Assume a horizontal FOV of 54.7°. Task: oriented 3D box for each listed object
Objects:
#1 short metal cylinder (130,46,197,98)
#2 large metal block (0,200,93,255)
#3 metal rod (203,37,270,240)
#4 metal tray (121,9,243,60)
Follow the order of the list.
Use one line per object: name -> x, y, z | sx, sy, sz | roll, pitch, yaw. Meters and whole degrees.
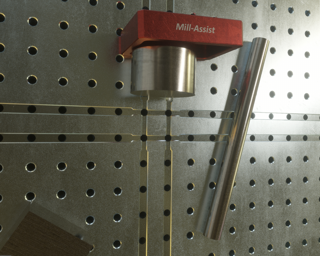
short metal cylinder -> 0.004, -0.067, 0.385 | 0.081, 0.080, 0.050 | 2, 90, -20
large metal block -> -0.136, 0.141, 0.350 | 0.080, 0.050, 0.080 | 37, 78, -17
metal rod -> 0.113, 0.012, 0.454 | 0.025, 0.025, 0.299 | 18, 84, -19
metal tray -> 0.024, -0.111, 0.386 | 0.131, 0.090, 0.030 | -1, 91, -20
